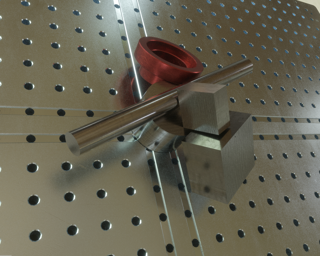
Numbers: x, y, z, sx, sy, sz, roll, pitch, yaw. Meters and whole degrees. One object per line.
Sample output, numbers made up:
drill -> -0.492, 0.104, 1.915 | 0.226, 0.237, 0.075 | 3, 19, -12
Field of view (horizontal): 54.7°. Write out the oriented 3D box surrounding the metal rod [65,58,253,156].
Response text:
metal rod -> 0.025, -0.039, 0.382 | 0.302, 0.025, 0.025 | -27, 77, -37

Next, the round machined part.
round machined part -> 0.009, -0.088, 0.442 | 0.099, 0.042, 0.098 | 19, 31, -12

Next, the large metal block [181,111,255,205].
large metal block -> 0.076, 0.032, 0.386 | 0.080, 0.050, 0.080 | -41, 130, -39

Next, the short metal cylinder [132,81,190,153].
short metal cylinder -> 0.008, -0.014, 0.406 | 0.081, 0.050, 0.080 | 14, 56, -21

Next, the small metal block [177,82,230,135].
small metal block -> 0.051, -0.024, 0.357 | 0.025, 0.050, 0.050 | -34, 123, -38
